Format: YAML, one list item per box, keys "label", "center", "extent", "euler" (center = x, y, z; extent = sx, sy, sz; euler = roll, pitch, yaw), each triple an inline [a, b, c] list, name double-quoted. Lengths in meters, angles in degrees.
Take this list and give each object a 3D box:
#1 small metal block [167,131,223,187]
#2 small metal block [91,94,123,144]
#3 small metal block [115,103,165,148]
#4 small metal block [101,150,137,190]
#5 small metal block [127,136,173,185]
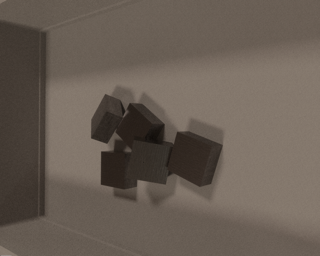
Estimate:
- label: "small metal block"
  center: [0.041, 0.036, 0.371]
  extent: [0.050, 0.025, 0.050]
  euler: [23, 105, 37]
- label: "small metal block"
  center: [-0.079, -0.014, 0.455]
  extent: [0.050, 0.025, 0.050]
  euler: [-56, 27, 25]
- label: "small metal block"
  center: [-0.029, 0.000, 0.428]
  extent: [0.050, 0.025, 0.050]
  euler: [43, 116, 31]
- label: "small metal block"
  center: [-0.060, 0.060, 0.454]
  extent: [0.050, 0.025, 0.050]
  euler: [1, 91, 39]
- label: "small metal block"
  center: [-0.013, 0.041, 0.398]
  extent: [0.050, 0.025, 0.050]
  euler: [11, 99, -5]
